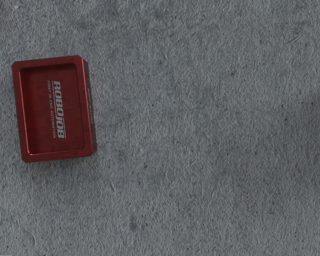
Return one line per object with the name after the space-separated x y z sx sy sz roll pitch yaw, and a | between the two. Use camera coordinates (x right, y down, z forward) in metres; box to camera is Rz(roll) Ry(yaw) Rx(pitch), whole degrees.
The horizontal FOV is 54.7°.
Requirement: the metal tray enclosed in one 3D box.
-0.136 -0.024 0.406 0.091 0.030 0.129 -6 90 0 | metal tray
